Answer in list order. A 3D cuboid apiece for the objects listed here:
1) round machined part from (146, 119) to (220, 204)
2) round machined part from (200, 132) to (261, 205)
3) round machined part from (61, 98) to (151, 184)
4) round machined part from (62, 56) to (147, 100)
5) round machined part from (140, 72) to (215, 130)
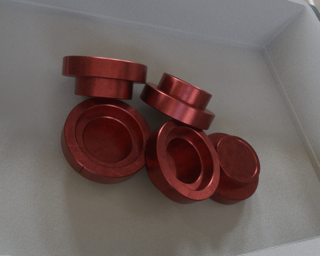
[{"bbox_3d":[0.022,0.041,0.366,0.099,0.042,0.098,21,55,-34],"label":"round machined part"},{"bbox_3d":[0.094,0.049,0.415,0.099,0.042,0.098,14,56,-21],"label":"round machined part"},{"bbox_3d":[-0.061,0.017,0.349,0.099,0.042,0.098,14,56,-21],"label":"round machined part"},{"bbox_3d":[-0.066,-0.057,0.370,0.099,0.098,0.042,2,96,-27],"label":"round machined part"},{"bbox_3d":[0.027,-0.038,0.397,0.098,0.042,0.098,25,11,-5],"label":"round machined part"}]
